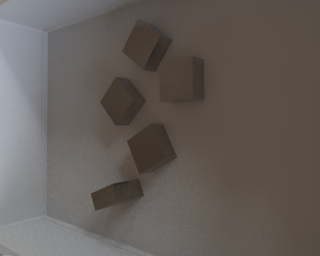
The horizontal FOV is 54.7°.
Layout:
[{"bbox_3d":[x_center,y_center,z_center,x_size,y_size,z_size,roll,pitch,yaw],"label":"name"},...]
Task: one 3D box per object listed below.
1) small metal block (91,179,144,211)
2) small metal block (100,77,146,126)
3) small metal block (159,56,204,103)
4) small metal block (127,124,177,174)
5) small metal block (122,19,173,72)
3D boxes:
[{"bbox_3d":[-0.060,0.095,0.441,0.050,0.050,0.025,-29,72,36],"label":"small metal block"},{"bbox_3d":[-0.055,-0.038,0.452,0.050,0.025,0.050,-52,60,27],"label":"small metal block"},{"bbox_3d":[0.027,-0.059,0.385,0.050,0.025,0.050,-1,90,40],"label":"small metal block"},{"bbox_3d":[-0.012,0.028,0.417,0.050,0.025,0.050,-35,69,34],"label":"small metal block"},{"bbox_3d":[-0.018,-0.112,0.422,0.050,0.025,0.050,45,117,30],"label":"small metal block"}]
